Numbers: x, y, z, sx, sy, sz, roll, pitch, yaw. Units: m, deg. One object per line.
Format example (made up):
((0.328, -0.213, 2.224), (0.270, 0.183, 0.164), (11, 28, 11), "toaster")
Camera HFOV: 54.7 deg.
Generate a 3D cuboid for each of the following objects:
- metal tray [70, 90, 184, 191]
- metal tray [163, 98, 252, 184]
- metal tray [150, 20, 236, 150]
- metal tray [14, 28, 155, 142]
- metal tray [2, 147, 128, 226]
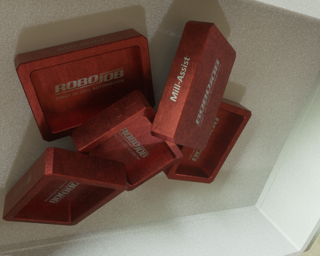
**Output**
((-0.032, 0.022, 0.373), (0.090, 0.030, 0.130), (-33, 144, 2), "metal tray")
((0.065, 0.018, 0.452), (0.091, 0.030, 0.129), (13, 112, -34), "metal tray")
((0.043, -0.043, 0.357), (0.090, 0.030, 0.129), (18, 90, -59), "metal tray")
((-0.074, -0.047, 0.334), (0.131, 0.030, 0.089), (-19, 126, -18), "metal tray")
((-0.109, 0.073, 0.352), (0.091, 0.030, 0.129), (19, 137, -36), "metal tray")
